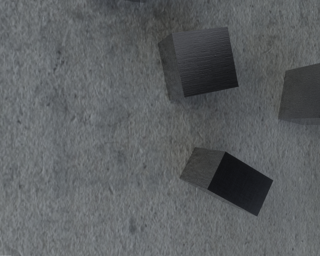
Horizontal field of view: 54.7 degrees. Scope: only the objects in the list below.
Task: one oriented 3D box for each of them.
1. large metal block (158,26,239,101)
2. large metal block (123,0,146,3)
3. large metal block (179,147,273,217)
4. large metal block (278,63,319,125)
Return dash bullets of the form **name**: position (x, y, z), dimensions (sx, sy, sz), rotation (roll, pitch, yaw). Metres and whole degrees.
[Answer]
- **large metal block**: position (0.050, -0.085, 0.415), dimensions (0.081, 0.050, 0.080), rotation (-13, 95, -20)
- **large metal block**: position (-0.051, -0.207, 0.377), dimensions (0.081, 0.050, 0.079), rotation (-1, 90, -20)
- **large metal block**: position (0.085, 0.069, 0.413), dimensions (0.080, 0.080, 0.050), rotation (31, 80, -18)
- **large metal block**: position (0.233, -0.048, 0.468), dimensions (0.050, 0.080, 0.080), rotation (12, 86, -20)
